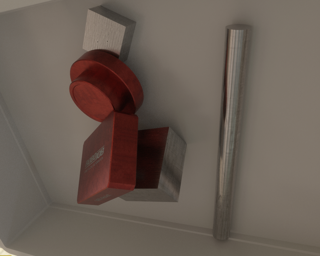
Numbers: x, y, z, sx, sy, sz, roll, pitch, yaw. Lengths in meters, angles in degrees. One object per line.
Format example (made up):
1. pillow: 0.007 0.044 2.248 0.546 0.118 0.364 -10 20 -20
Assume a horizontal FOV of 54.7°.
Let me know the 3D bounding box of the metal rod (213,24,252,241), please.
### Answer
1. metal rod: 0.084 0.028 0.381 0.025 0.025 0.298 11 123 22

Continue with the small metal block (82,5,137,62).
1. small metal block: -0.061 -0.111 0.371 0.050 0.025 0.050 28 128 10

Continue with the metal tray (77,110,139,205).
1. metal tray: -0.069 0.043 0.390 0.030 0.090 0.129 12 154 -26

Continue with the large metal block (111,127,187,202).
1. large metal block: -0.017 0.049 0.402 0.080 0.080 0.050 -7 147 31

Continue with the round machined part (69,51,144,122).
1. round machined part: -0.074 -0.044 0.390 0.098 0.042 0.097 22 144 17
